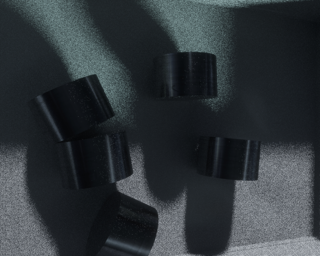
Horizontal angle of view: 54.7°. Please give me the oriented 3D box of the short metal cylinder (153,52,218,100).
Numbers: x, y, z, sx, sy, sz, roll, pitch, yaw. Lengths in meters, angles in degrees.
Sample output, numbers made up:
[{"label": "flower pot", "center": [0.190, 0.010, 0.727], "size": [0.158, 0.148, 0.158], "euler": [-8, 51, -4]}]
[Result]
[{"label": "short metal cylinder", "center": [0.032, -0.063, 0.393], "size": [0.081, 0.080, 0.050], "euler": [-3, 91, -20]}]

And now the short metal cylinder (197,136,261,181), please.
[{"label": "short metal cylinder", "center": [0.091, 0.039, 0.415], "size": [0.081, 0.080, 0.050], "euler": [6, 88, -20]}]

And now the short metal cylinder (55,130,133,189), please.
[{"label": "short metal cylinder", "center": [-0.075, 0.034, 0.354], "size": [0.081, 0.080, 0.050], "euler": [-11, 94, -20]}]

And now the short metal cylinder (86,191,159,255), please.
[{"label": "short metal cylinder", "center": [-0.045, 0.122, 0.365], "size": [0.050, 0.080, 0.080], "euler": [30, 80, -18]}]

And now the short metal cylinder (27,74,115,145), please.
[{"label": "short metal cylinder", "center": [-0.097, -0.021, 0.345], "size": [0.081, 0.080, 0.050], "euler": [-27, 99, -18]}]
